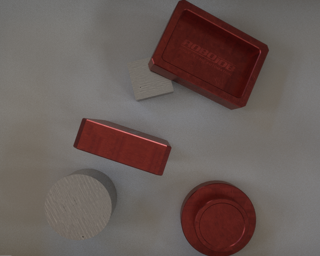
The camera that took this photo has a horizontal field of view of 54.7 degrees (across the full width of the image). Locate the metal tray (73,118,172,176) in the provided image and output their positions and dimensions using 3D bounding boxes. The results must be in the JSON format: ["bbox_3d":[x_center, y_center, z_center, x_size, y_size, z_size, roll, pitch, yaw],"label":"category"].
[{"bbox_3d":[-0.036,0.018,0.358,0.090,0.130,0.030,18,90,-1],"label":"metal tray"}]

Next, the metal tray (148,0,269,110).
[{"bbox_3d":[0.062,-0.090,0.394,0.131,0.030,0.090,25,83,-9],"label":"metal tray"}]

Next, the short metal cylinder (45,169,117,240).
[{"bbox_3d":[-0.099,0.095,0.398,0.081,0.050,0.079,0,90,-1],"label":"short metal cylinder"}]

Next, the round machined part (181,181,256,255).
[{"bbox_3d":[0.077,0.121,0.404,0.099,0.042,0.097,0,90,-1],"label":"round machined part"}]

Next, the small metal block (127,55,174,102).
[{"bbox_3d":[-0.013,-0.066,0.411,0.050,0.025,0.050,-14,90,-1],"label":"small metal block"}]
